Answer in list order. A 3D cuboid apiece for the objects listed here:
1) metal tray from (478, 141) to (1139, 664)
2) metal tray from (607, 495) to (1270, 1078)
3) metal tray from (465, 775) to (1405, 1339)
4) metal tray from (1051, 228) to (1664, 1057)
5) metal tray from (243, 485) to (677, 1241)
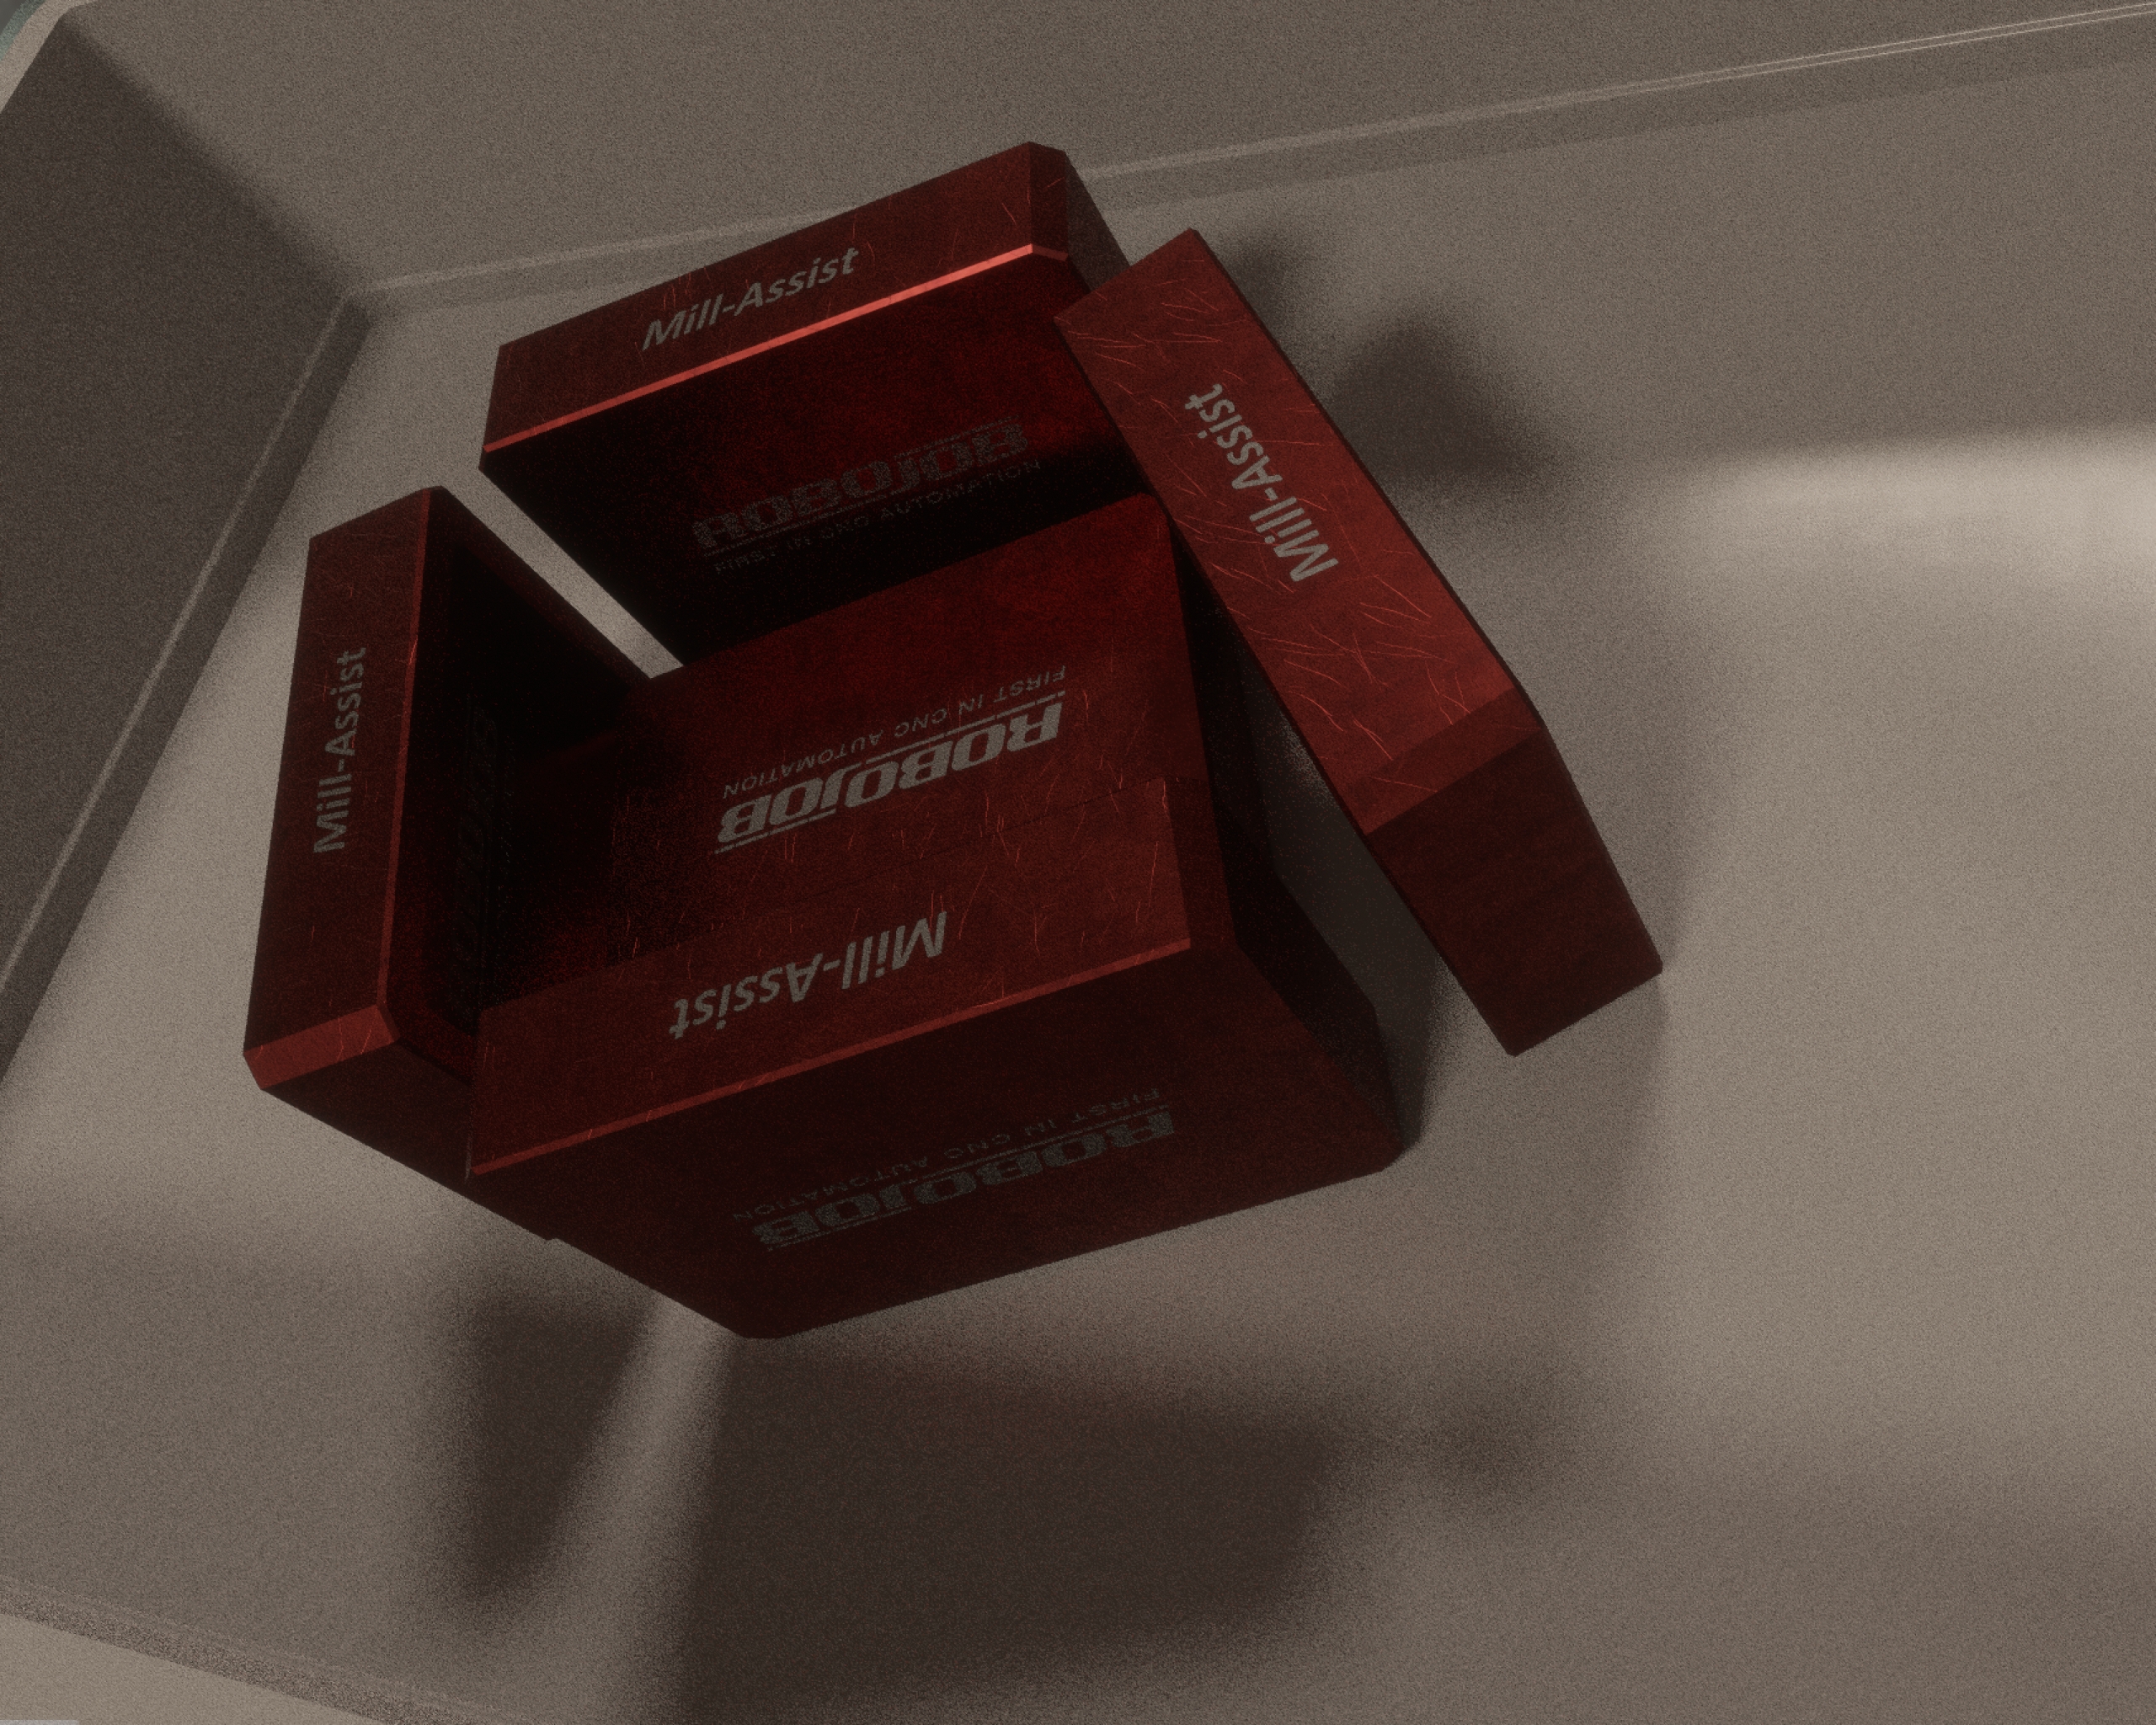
[{"bbox_3d":[-0.045,-0.088,0.437,0.130,0.090,0.030,-15,56,19],"label":"metal tray"},{"bbox_3d":[-0.031,-0.013,0.422,0.130,0.030,0.090,-18,55,17],"label":"metal tray"},{"bbox_3d":[-0.022,0.038,0.348,0.130,0.090,0.030,-19,55,17],"label":"metal tray"},{"bbox_3d":[0.047,-0.039,0.360,0.030,0.090,0.130,-32,52,8],"label":"metal tray"},{"bbox_3d":[-0.118,0.000,0.421,0.030,0.090,0.130,-19,54,17],"label":"metal tray"}]
